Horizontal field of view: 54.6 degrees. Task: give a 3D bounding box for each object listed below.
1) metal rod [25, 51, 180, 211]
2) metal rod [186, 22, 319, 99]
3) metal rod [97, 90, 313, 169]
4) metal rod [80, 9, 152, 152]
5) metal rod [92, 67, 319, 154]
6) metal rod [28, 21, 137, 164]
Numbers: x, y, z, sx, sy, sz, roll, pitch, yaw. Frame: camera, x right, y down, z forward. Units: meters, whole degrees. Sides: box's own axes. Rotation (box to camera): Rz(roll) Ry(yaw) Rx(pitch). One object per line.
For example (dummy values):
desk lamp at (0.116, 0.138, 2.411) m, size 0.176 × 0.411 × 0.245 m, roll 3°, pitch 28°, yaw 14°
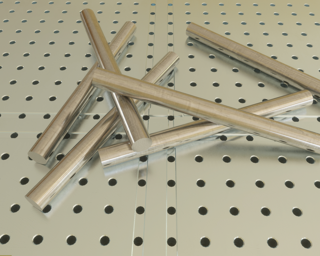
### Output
metal rod at (-0.058, -0.015, 0.420) m, size 0.025 × 0.025 × 0.301 m, roll 25°, pitch 54°, yaw 20°
metal rod at (0.167, -0.102, 0.494) m, size 0.300 × 0.025 × 0.025 m, roll 34°, pitch 58°, yaw 25°
metal rod at (0.069, -0.003, 0.410) m, size 0.302 × 0.025 × 0.025 m, roll -16°, pitch 52°, yaw -13°
metal rod at (-0.073, -0.088, 0.447) m, size 0.025 × 0.025 × 0.300 m, roll -16°, pitch 52°, yaw -13°
metal rod at (0.065, -0.020, 0.387) m, size 0.301 × 0.025 × 0.025 m, roll 17°, pitch 51°, yaw -2°
metal rod at (-0.101, -0.073, 0.468) m, size 0.025 × 0.025 × 0.301 m, roll 14°, pitch 51°, yaw 12°
